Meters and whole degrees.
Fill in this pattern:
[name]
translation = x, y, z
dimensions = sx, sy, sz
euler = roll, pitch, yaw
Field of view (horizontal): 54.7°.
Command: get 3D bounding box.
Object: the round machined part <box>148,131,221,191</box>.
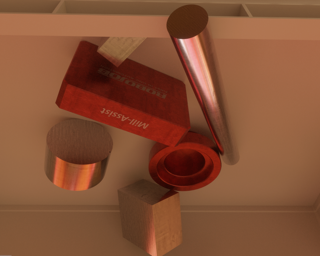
[round machined part]
translation = 0.034, 0.042, 0.434
dimensions = 0.099, 0.042, 0.097
euler = -1, 130, 0

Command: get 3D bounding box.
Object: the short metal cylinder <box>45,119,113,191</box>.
[short metal cylinder]
translation = -0.105, 0.033, 0.400
dimensions = 0.081, 0.080, 0.050
euler = 13, 129, -11

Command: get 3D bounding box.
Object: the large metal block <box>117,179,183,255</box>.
[large metal block]
translation = -0.015, 0.130, 0.458
dimensions = 0.050, 0.080, 0.079
euler = -15, 107, -40

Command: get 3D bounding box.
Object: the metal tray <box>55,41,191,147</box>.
[metal tray]
translation = -0.034, -0.038, 0.333
dimensions = 0.131, 0.090, 0.030
euler = 20, 127, -17

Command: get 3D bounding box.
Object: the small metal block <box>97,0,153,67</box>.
[small metal block]
translation = -0.034, -0.097, 0.310
dimensions = 0.025, 0.050, 0.050
euler = 36, 121, -27

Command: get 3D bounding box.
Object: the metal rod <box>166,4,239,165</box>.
[metal rod]
translation = 0.059, -0.010, 0.316
dimensions = 0.025, 0.025, 0.300
euler = -15, 156, 12
